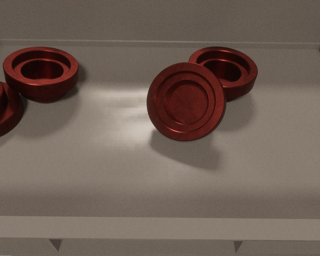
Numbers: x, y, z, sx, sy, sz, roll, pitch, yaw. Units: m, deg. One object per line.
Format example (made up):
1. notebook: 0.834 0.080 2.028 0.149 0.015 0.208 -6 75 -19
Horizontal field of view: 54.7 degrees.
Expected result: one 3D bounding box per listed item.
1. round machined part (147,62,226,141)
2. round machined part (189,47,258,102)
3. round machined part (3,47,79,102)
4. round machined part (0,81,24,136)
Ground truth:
1. round machined part: 0.036 -0.032 0.400 0.098 0.042 0.097 0 89 17
2. round machined part: 0.089 -0.075 0.455 0.099 0.042 0.098 2 47 -2
3. round machined part: -0.168 -0.074 0.445 0.099 0.042 0.098 8 42 -7
4. round machined part: -0.239 -0.032 0.414 0.099 0.042 0.098 3 49 -3
